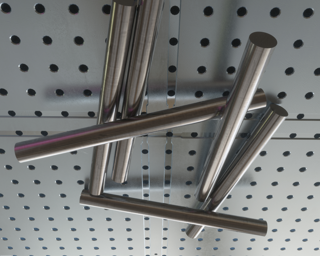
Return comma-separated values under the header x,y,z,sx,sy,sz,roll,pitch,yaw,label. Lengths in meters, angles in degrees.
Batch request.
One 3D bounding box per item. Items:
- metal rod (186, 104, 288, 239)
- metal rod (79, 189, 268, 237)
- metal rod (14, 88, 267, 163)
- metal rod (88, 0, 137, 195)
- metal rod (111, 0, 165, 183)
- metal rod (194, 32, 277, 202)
x,y,z,sx,sy,sz,roll,pitch,yaw,label
0.105,0.086,0.484,0.025,0.025,0.298,14,129,-12,metal rod
0.021,0.138,0.504,0.301,0.025,0.025,10,130,1,metal rod
-0.021,-0.004,0.376,0.302,0.025,0.025,-13,130,-2,metal rod
-0.068,-0.014,0.398,0.025,0.025,0.298,10,130,-8,metal rod
-0.032,-0.037,0.379,0.025,0.025,0.298,9,130,-8,metal rod
0.080,0.016,0.391,0.025,0.025,0.298,3,141,-3,metal rod
